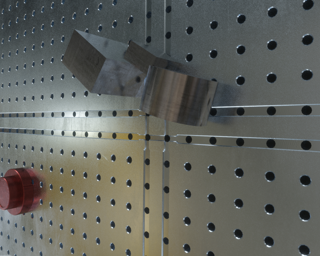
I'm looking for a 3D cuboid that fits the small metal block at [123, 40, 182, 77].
[{"bbox_3d":[-0.009,-0.086,0.399,0.050,0.050,0.025,40,114,32],"label":"small metal block"}]

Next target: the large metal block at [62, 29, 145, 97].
[{"bbox_3d":[-0.075,-0.088,0.433,0.080,0.081,0.050,44,116,30],"label":"large metal block"}]

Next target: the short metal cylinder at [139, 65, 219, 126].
[{"bbox_3d":[0.021,-0.038,0.355,0.080,0.081,0.050,23,105,37],"label":"short metal cylinder"}]

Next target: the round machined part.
[{"bbox_3d":[-0.311,0.135,0.650,0.098,0.042,0.097,0,90,39],"label":"round machined part"}]
